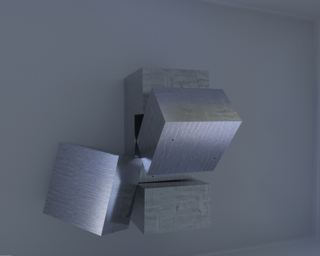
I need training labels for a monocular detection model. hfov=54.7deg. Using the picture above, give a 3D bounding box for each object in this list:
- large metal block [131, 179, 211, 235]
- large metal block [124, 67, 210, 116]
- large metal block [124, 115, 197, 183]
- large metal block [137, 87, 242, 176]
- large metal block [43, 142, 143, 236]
[{"bbox_3d":[0.007,0.090,0.383,0.081,0.080,0.050,0,90,-20],"label":"large metal block"},{"bbox_3d":[0.006,-0.041,0.382,0.081,0.080,0.050,-1,91,-20],"label":"large metal block"},{"bbox_3d":[0.000,0.024,0.398,0.081,0.050,0.079,-1,90,-20],"label":"large metal block"},{"bbox_3d":[0.027,0.004,0.331,0.081,0.079,0.050,-1,46,-21],"label":"large metal block"},{"bbox_3d":[-0.073,0.064,0.345,0.050,0.080,0.080,20,82,-63],"label":"large metal block"}]
